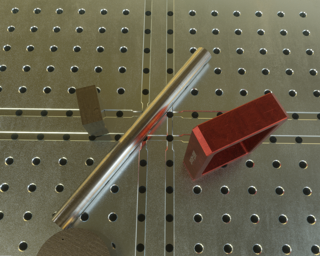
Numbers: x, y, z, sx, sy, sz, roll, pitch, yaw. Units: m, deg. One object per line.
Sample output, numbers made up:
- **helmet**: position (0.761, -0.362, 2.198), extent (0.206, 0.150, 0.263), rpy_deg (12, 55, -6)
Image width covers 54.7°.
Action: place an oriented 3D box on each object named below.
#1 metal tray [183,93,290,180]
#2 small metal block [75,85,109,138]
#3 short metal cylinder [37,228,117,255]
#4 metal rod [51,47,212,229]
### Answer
- **metal tray**: position (0.077, 0.016, 0.351), extent (0.091, 0.130, 0.030), rpy_deg (-24, 72, -8)
- **small metal block**: position (-0.088, -0.021, 0.405), extent (0.025, 0.050, 0.050), rpy_deg (-14, 71, -5)
- **short metal cylinder**: position (-0.090, 0.153, 0.342), extent (0.081, 0.050, 0.080), rpy_deg (0, 70, 0)
- **metal rod**: position (-0.027, 0.003, 0.410), extent (0.025, 0.025, 0.300), rpy_deg (36, 74, 12)
